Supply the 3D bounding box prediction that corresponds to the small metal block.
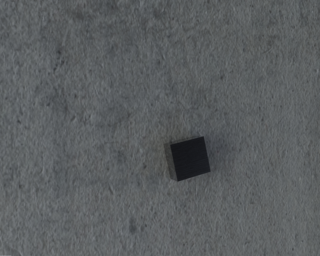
[{"bbox_3d":[0.037,0.041,0.424,0.050,0.025,0.050,-13,95,-20],"label":"small metal block"}]
